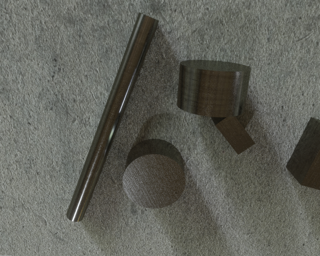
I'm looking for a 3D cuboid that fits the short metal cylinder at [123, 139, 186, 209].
[{"bbox_3d":[-0.008,0.061,0.419,0.081,0.050,0.079,0,110,-1],"label":"short metal cylinder"}]

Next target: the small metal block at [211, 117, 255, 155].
[{"bbox_3d":[0.091,-0.001,0.398,0.025,0.050,0.050,-37,106,12],"label":"small metal block"}]

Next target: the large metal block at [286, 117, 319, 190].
[{"bbox_3d":[0.232,0.040,0.415,0.080,0.050,0.079,16,109,-7],"label":"large metal block"}]

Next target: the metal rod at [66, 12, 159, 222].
[{"bbox_3d":[-0.069,0.000,0.408,0.025,0.025,0.298,21,109,-8],"label":"metal rod"}]

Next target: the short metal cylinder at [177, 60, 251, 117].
[{"bbox_3d":[0.062,-0.049,0.363,0.081,0.080,0.050,3,110,-2],"label":"short metal cylinder"}]
